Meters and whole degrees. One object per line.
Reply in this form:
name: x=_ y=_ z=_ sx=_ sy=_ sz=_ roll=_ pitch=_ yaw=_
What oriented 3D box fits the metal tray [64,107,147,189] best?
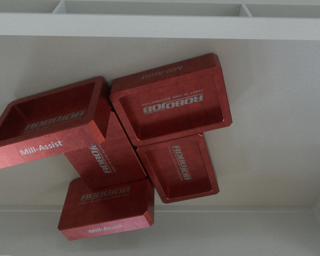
metal tray: x=-0.080 y=0.026 z=0.423 sx=0.090 sy=0.030 sz=0.129 roll=-14 pitch=129 yaw=11

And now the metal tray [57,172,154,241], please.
metal tray: x=-0.075 y=0.107 z=0.453 sx=0.131 sy=0.090 sz=0.030 roll=-13 pitch=129 yaw=10

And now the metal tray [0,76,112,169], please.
metal tray: x=-0.123 y=-0.008 z=0.353 sx=0.130 sy=0.090 sz=0.030 roll=-14 pitch=129 yaw=11

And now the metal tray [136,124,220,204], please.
metal tray: x=0.029 y=0.054 z=0.450 sx=0.090 sy=0.030 sz=0.129 roll=-14 pitch=129 yaw=11

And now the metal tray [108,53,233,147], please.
metal tray: x=0.015 y=-0.030 z=0.378 sx=0.131 sy=0.030 sz=0.090 roll=-13 pitch=129 yaw=10
